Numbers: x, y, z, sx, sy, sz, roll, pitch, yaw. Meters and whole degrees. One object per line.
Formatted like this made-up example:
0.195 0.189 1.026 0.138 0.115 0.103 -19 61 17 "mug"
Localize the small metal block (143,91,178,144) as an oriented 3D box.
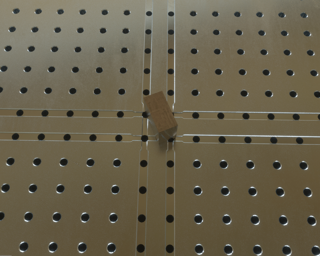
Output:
0.001 -0.012 0.403 0.025 0.050 0.050 -21 72 -7 "small metal block"
